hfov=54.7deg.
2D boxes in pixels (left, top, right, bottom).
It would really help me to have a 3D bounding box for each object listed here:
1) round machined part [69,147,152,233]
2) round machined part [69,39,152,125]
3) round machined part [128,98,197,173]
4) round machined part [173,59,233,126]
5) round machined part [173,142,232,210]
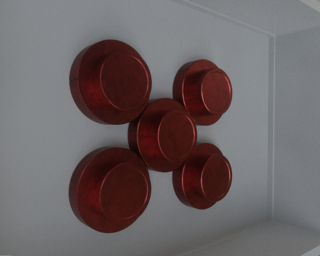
[{"bbox_3d":[-0.049,0.071,0.355,0.099,0.042,0.097,0,90,-40],"label":"round machined part"},{"bbox_3d":[-0.048,-0.052,0.355,0.099,0.042,0.097,0,90,-40],"label":"round machined part"},{"bbox_3d":[0.011,0.010,0.404,0.099,0.042,0.097,0,90,-40],"label":"round machined part"},{"bbox_3d":[0.069,-0.052,0.454,0.099,0.042,0.097,0,90,-40],"label":"round machined part"},{"bbox_3d":[0.069,0.071,0.454,0.099,0.042,0.097,0,90,-40],"label":"round machined part"}]
